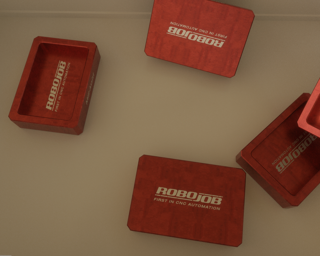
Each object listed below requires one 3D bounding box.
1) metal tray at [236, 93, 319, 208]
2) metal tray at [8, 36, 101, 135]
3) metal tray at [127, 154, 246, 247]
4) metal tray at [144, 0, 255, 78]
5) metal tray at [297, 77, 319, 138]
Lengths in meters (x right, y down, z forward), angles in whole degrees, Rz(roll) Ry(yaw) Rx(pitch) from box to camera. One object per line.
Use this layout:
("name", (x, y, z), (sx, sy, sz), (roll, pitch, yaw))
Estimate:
("metal tray", (0.175, 0.027, 0.398), (0.130, 0.030, 0.090), (-40, 75, -13))
("metal tray", (-0.141, -0.060, 0.427), (0.091, 0.030, 0.130), (7, 70, 2))
("metal tray", (0.033, 0.087, 0.375), (0.131, 0.030, 0.090), (8, 70, 3))
("metal tray", (0.052, -0.130, 0.425), (0.131, 0.089, 0.030), (16, 26, 5))
("metal tray", (0.228, -0.040, 0.350), (0.030, 0.129, 0.090), (-1, 29, -43))
